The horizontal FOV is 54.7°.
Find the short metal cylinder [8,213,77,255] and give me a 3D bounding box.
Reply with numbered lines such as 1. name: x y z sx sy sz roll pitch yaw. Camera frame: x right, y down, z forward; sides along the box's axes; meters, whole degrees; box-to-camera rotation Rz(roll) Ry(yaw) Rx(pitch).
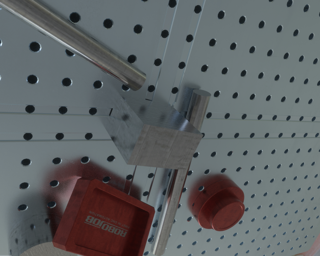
1. short metal cylinder: -0.156 0.161 0.411 0.081 0.050 0.079 -14 124 -21

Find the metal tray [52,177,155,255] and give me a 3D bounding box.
1. metal tray: -0.069 0.132 0.421 0.130 0.030 0.090 38 59 -39

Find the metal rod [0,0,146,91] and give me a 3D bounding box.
1. metal rod: -0.128 -0.113 0.271 0.301 0.025 0.025 29 102 -38

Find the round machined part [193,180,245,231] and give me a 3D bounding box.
1. round machined part: 0.111 0.145 0.554 0.099 0.042 0.097 -14 125 -21

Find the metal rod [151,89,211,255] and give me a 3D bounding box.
1. metal rod: 0.026 0.083 0.478 0.025 0.025 0.298 -2 119 -28

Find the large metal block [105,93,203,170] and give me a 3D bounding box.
1. large metal block: -0.009 0.004 0.375 0.081 0.080 0.050 11 113 -33
